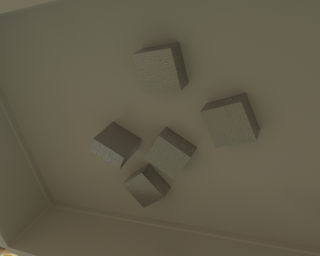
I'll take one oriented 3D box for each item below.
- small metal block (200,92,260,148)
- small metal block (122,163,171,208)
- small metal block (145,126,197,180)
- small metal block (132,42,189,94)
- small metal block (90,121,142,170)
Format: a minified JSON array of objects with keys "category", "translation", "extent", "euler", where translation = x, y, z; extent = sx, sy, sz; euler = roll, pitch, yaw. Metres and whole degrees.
[{"category":"small metal block","translation":[0.082,-0.008,0.361],"extent":[0.050,0.025,0.050],"euler":[-14,111,34]},{"category":"small metal block","translation":[-0.021,0.089,0.475],"extent":[0.050,0.025,0.050],"euler":[49,129,-7]},{"category":"small metal block","translation":[0.014,0.035,0.423],"extent":[0.050,0.025,0.050],"euler":[35,129,5]},{"category":"small metal block","translation":[0.001,-0.070,0.365],"extent":[0.050,0.025,0.050],"euler":[-2,118,29]},{"category":"small metal block","translation":[-0.062,0.024,0.440],"extent":[0.050,0.050,0.025],"euler":[31,129,8]}]
